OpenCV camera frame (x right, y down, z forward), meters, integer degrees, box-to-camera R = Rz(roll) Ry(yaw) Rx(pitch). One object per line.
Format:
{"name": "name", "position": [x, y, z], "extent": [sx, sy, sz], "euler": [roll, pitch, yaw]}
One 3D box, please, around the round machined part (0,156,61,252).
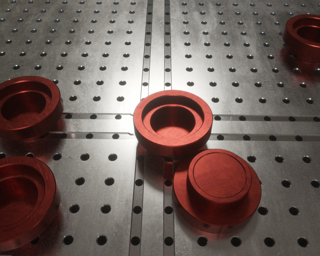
{"name": "round machined part", "position": [-0.155, 0.081, 0.326], "extent": [0.099, 0.042, 0.098], "euler": [0, 50, 0]}

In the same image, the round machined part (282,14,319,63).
{"name": "round machined part", "position": [0.257, -0.148, 0.524], "extent": [0.099, 0.042, 0.098], "euler": [0, 50, 0]}

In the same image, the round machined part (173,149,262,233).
{"name": "round machined part", "position": [0.064, 0.062, 0.345], "extent": [0.099, 0.042, 0.098], "euler": [0, 50, 0]}

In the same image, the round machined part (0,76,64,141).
{"name": "round machined part", "position": [-0.178, -0.022, 0.413], "extent": [0.099, 0.042, 0.098], "euler": [0, 50, 0]}

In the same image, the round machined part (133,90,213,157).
{"name": "round machined part", "position": [0.016, -0.001, 0.396], "extent": [0.099, 0.042, 0.098], "euler": [0, 48, 1]}
